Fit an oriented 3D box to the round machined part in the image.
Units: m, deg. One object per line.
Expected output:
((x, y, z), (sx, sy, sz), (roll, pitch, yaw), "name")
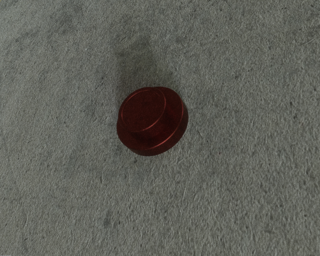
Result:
((-0.016, -0.015, 0.410), (0.098, 0.042, 0.098), (-13, 56, 20), "round machined part")
